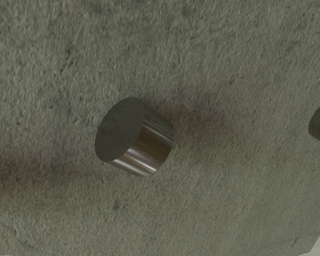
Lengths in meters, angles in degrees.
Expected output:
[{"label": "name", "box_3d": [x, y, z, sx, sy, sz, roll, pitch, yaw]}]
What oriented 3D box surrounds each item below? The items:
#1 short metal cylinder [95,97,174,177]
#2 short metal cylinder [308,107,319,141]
[{"label": "short metal cylinder", "box_3d": [-0.030, 0.011, 0.363, 0.050, 0.080, 0.080, 33, 100, -39]}, {"label": "short metal cylinder", "box_3d": [0.323, -0.005, 0.567, 0.081, 0.050, 0.079, -14, 125, -21]}]
